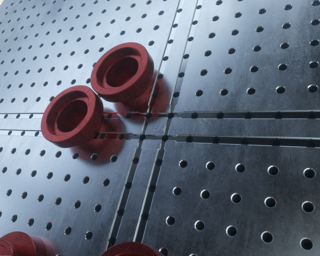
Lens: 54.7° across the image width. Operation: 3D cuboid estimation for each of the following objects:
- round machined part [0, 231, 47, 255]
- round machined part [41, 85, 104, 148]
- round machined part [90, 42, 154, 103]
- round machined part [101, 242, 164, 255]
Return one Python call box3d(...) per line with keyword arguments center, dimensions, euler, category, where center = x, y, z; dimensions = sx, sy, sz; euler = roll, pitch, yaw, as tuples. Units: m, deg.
box3d(center=(-0.194, 0.179, 0.387), dimensions=(0.098, 0.042, 0.098), euler=(-13, 56, 20), category="round machined part")
box3d(center=(-0.127, -0.013, 0.470), dimensions=(0.098, 0.042, 0.098), euler=(-13, 56, 20), category="round machined part")
box3d(center=(-0.053, -0.079, 0.472), dimensions=(0.098, 0.042, 0.098), euler=(-13, 56, 20), category="round machined part")
box3d(center=(-0.025, 0.168, 0.307), dimensions=(0.098, 0.042, 0.098), euler=(-13, 56, 20), category="round machined part")
